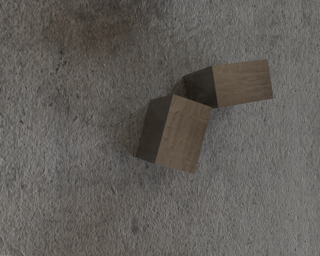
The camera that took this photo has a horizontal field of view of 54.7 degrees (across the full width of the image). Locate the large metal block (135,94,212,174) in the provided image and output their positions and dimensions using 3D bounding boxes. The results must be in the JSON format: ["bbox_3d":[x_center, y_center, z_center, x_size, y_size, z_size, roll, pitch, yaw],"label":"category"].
[{"bbox_3d":[0.014,0.007,0.385,0.050,0.080,0.080,17,85,-19],"label":"large metal block"}]

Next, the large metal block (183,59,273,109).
[{"bbox_3d":[0.088,-0.055,0.412,0.081,0.080,0.050,-10,94,-20],"label":"large metal block"}]
